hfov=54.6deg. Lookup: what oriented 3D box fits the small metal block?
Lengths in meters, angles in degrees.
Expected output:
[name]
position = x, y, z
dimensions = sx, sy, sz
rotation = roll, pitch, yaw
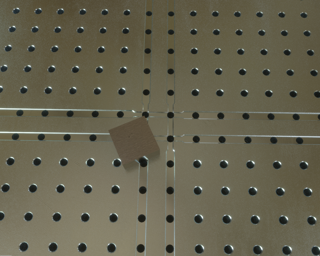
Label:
[small metal block]
position = -0.033, 0.019, 0.405
dimensions = 0.050, 0.025, 0.050
rotation = -23, 72, -8
